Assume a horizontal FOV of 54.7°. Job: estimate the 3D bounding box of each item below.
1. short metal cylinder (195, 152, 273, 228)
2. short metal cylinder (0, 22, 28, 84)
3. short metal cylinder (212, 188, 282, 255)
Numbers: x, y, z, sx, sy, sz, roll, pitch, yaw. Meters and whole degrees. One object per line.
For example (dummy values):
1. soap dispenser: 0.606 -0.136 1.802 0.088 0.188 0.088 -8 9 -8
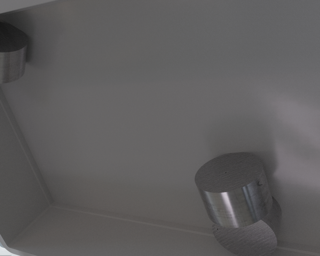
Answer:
1. short metal cylinder: 0.088 0.072 0.371 0.080 0.080 0.050 -8 114 32
2. short metal cylinder: -0.229 -0.106 0.428 0.080 0.080 0.050 32 129 7
3. short metal cylinder: 0.115 0.124 0.408 0.080 0.050 0.079 13 124 21
